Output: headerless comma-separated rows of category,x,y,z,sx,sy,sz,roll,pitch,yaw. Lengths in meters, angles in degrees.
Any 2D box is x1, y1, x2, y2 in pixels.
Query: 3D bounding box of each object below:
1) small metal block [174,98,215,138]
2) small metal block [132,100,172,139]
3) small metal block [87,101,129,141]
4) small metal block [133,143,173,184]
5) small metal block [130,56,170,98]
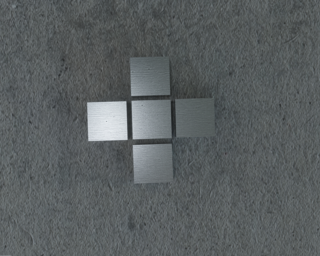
small metal block,0.045,-0.013,0.412,0.050,0.025,0.050,-2,90,-1
small metal block,-0.011,-0.011,0.411,0.050,0.025,0.050,-2,90,-1
small metal block,-0.068,-0.009,0.410,0.050,0.025,0.050,-2,90,-1
small metal block,-0.009,0.046,0.411,0.050,0.025,0.050,-2,90,-1
small metal block,-0.013,-0.067,0.411,0.050,0.025,0.050,-2,90,-1
